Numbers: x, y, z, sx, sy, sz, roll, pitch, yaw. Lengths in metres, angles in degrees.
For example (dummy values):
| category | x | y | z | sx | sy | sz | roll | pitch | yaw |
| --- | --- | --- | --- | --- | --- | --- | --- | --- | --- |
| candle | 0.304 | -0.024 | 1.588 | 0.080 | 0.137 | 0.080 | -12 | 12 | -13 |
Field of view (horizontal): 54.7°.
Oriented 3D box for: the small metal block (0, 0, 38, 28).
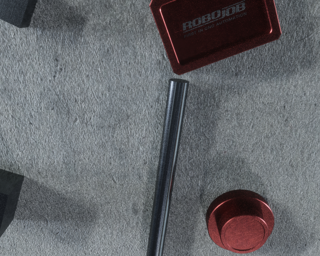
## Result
| category | x | y | z | sx | sy | sz | roll | pitch | yaw |
| --- | --- | --- | --- | --- | --- | --- | --- | --- | --- |
| small metal block | -0.172 | -0.149 | 0.353 | 0.050 | 0.025 | 0.050 | 24 | 108 | -9 |

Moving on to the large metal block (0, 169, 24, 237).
| category | x | y | z | sx | sy | sz | roll | pitch | yaw |
| --- | --- | --- | --- | --- | --- | --- | --- | --- | --- |
| large metal block | -0.247 | 0.100 | 0.431 | 0.080 | 0.050 | 0.079 | 19 | 109 | -7 |

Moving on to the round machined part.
| category | x | y | z | sx | sy | sz | roll | pitch | yaw |
| --- | --- | --- | --- | --- | --- | --- | --- | --- | --- |
| round machined part | 0.119 | 0.143 | 0.455 | 0.099 | 0.042 | 0.097 | 0 | 110 | 0 |

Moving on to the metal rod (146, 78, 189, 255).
| category | x | y | z | sx | sy | sz | roll | pitch | yaw |
| --- | --- | --- | --- | --- | --- | --- | --- | --- | --- |
| metal rod | 0.007 | 0.079 | 0.439 | 0.025 | 0.025 | 0.298 | 6 | 110 | -3 |

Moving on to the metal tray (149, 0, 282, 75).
| category | x | y | z | sx | sy | sz | roll | pitch | yaw |
| --- | --- | --- | --- | --- | --- | --- | --- | --- | --- |
| metal tray | 0.063 | -0.126 | 0.361 | 0.130 | 0.030 | 0.090 | -19 | 109 | 6 |
